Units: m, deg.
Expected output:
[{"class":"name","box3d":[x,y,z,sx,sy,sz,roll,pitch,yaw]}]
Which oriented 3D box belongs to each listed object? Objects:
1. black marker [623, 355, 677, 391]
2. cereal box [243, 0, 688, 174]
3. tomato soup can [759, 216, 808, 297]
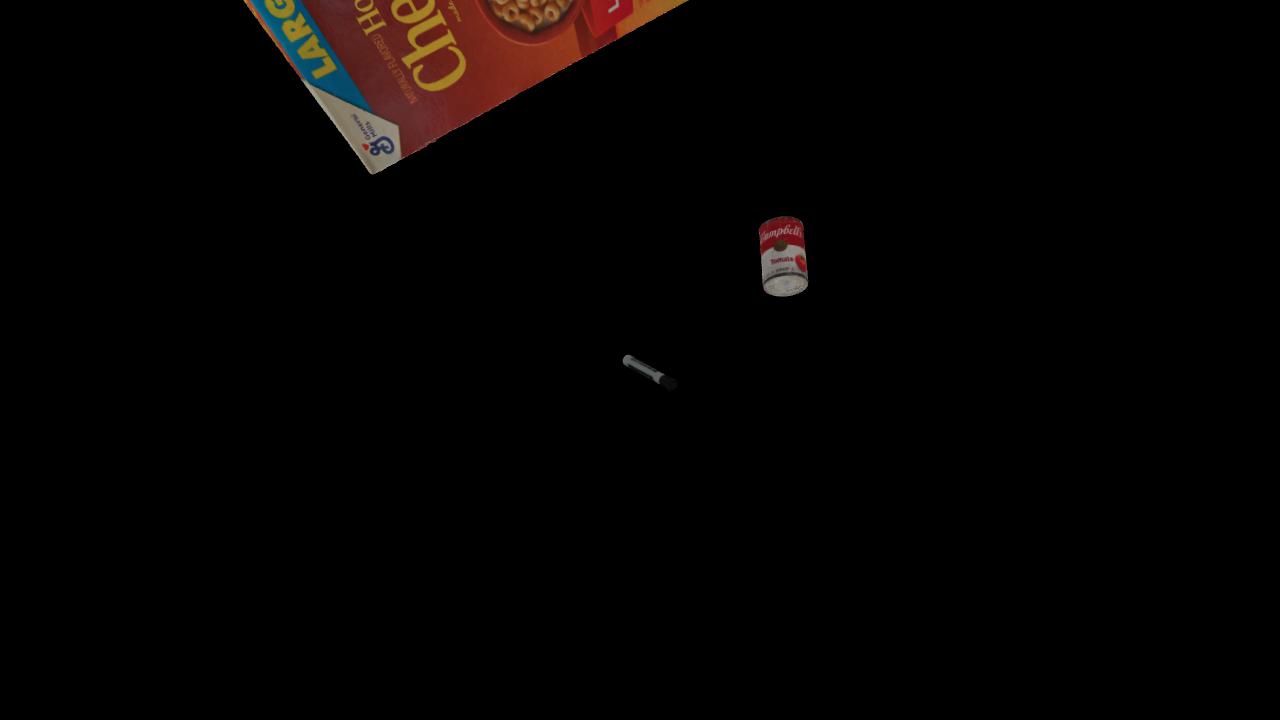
[{"class":"black marker","box3d":[0.015,0.020,0.964,0.020,0.020,0.121,0,19,-40]},{"class":"cereal box","box3d":[-0.121,-0.298,0.434,0.306,0.203,0.081,-33,41,-9]},{"class":"tomato soup can","box3d":[0.215,-0.154,0.926,0.068,0.101,0.068,1,-21,0]}]
